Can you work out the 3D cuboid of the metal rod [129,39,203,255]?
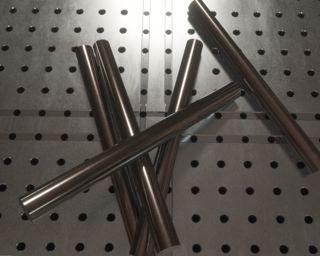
[{"bbox_3d":[0.015,0.008,0.395,0.025,0.025,0.300,13,65,4],"label":"metal rod"}]

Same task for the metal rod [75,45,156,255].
[{"bbox_3d":[-0.063,0.020,0.403,0.025,0.025,0.299,-17,71,-7],"label":"metal rod"}]

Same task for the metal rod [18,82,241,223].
[{"bbox_3d":[-0.007,0.009,0.351,0.302,0.025,0.025,-29,72,-34],"label":"metal rod"}]

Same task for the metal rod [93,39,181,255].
[{"bbox_3d":[-0.038,0.000,0.380,0.025,0.025,0.299,-18,60,-7],"label":"metal rod"}]

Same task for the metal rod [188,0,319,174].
[{"bbox_3d":[0.129,-0.070,0.438,0.025,0.025,0.299,-28,73,-10],"label":"metal rod"}]
